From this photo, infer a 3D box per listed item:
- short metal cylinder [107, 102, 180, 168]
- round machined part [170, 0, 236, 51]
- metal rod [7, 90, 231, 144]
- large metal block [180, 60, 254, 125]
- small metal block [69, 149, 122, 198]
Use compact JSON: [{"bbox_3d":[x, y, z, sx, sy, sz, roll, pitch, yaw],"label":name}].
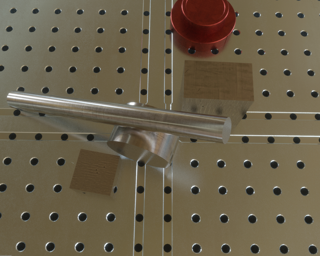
[{"bbox_3d":[-0.018,0.010,0.379,0.080,0.080,0.050,18,71,6],"label":"short metal cylinder"},{"bbox_3d":[0.065,-0.168,0.465,0.099,0.042,0.098,0,70,-1],"label":"round machined part"},{"bbox_3d":[-0.069,-0.018,0.353,0.300,0.025,0.025,9,68,29],"label":"metal rod"},{"bbox_3d":[0.068,-0.043,0.399,0.081,0.080,0.050,3,70,1],"label":"large metal block"},{"bbox_3d":[-0.079,0.058,0.390,0.050,0.025,0.050,10,70,3],"label":"small metal block"}]
